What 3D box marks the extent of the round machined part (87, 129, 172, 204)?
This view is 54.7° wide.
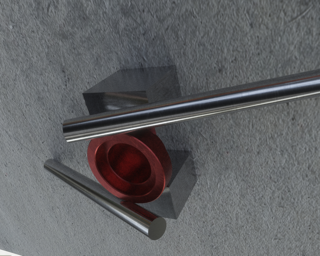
[{"bbox_3d":[-0.031,0.036,0.358,0.098,0.042,0.097,13,124,20],"label":"round machined part"}]

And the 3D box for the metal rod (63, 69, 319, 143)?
[{"bbox_3d":[0.053,-0.024,0.295,0.301,0.025,0.025,-11,115,8],"label":"metal rod"}]

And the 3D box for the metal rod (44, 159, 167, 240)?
[{"bbox_3d":[-0.099,0.087,0.440,0.300,0.025,0.025,12,127,49],"label":"metal rod"}]

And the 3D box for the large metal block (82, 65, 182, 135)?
[{"bbox_3d":[-0.028,-0.035,0.365,0.080,0.080,0.050,1,119,27],"label":"large metal block"}]

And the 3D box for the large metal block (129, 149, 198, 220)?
[{"bbox_3d":[-0.004,0.070,0.417,0.080,0.080,0.050,1,119,27],"label":"large metal block"}]
